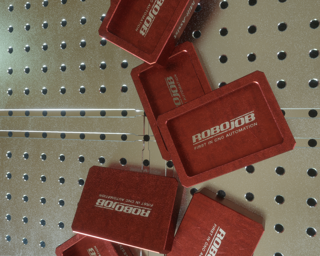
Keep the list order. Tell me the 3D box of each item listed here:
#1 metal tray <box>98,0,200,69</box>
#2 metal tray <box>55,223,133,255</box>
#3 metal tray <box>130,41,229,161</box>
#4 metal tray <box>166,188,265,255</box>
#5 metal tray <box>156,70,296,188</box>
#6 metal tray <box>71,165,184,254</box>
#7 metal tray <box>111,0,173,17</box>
[{"bbox_3d":[-0.008,-0.151,0.380,0.090,0.030,0.129,32,100,17],"label":"metal tray"},{"bbox_3d":[-0.080,0.204,0.438,0.090,0.030,0.130,-36,79,16],"label":"metal tray"},{"bbox_3d":[0.026,-0.033,0.400,0.090,0.030,0.130,-23,82,18],"label":"metal tray"},{"bbox_3d":[0.062,0.153,0.388,0.090,0.030,0.129,25,98,18],"label":"metal tray"},{"bbox_3d":[0.072,0.003,0.352,0.130,0.030,0.090,-24,82,18],"label":"metal tray"},{"bbox_3d":[-0.042,0.104,0.405,0.130,0.030,0.090,5,68,21],"label":"metal tray"},{"bbox_3d":[-0.020,-0.212,0.417,0.090,0.030,0.129,0,90,20],"label":"metal tray"}]
